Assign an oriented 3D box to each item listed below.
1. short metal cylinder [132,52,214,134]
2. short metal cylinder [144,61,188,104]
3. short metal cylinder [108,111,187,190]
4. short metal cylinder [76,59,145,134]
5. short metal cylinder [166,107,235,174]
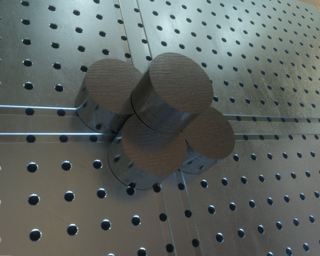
[{"bbox_3d":[0.014,-0.040,0.359,0.081,0.050,0.080,14,57,-22],"label":"short metal cylinder"},{"bbox_3d":[0.009,-0.051,0.429,0.081,0.050,0.080,14,56,-21],"label":"short metal cylinder"},{"bbox_3d":[-0.015,0.027,0.368,0.081,0.050,0.080,14,56,-21],"label":"short metal cylinder"},{"bbox_3d":[-0.059,-0.039,0.384,0.081,0.050,0.080,14,56,-21],"label":"short metal cylinder"},{"bbox_3d":[0.051,0.015,0.412,0.081,0.050,0.080,14,56,-21],"label":"short metal cylinder"}]
